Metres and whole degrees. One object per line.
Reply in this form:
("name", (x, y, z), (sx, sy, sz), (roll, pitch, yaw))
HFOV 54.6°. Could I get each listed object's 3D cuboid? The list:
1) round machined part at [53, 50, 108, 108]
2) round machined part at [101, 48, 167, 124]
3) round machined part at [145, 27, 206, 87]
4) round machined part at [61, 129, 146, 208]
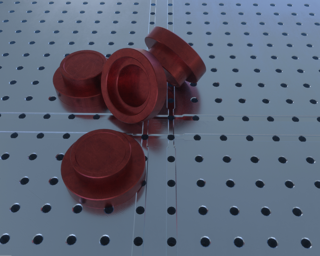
("round machined part", (-0.110, -0.080, 0.463), (0.099, 0.042, 0.098), (0, 50, 0))
("round machined part", (-0.030, -0.057, 0.417), (0.098, 0.097, 0.042), (35, 29, 26))
("round machined part", (0.015, -0.096, 0.449), (0.098, 0.098, 0.042), (37, 86, 27))
("round machined part", (-0.066, 0.039, 0.363), (0.099, 0.042, 0.098), (0, 50, 0))
